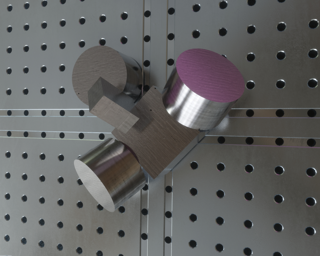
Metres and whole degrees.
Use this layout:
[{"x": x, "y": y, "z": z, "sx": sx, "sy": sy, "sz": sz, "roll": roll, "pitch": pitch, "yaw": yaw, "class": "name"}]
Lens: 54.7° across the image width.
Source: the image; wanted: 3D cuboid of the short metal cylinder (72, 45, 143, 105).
[{"x": -0.070, "y": -0.066, "z": 0.420, "sx": 0.080, "sy": 0.050, "sz": 0.079, "roll": 0, "pitch": 90, "yaw": 20, "class": "short metal cylinder"}]

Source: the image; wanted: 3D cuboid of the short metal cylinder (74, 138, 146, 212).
[{"x": -0.064, "y": 0.059, "z": 0.396, "sx": 0.080, "sy": 0.050, "sz": 0.080, "roll": 35, "pitch": 145, "yaw": 29, "class": "short metal cylinder"}]

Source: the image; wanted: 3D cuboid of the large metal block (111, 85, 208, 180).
[{"x": 0.001, "y": 0.005, "z": 0.393, "sx": 0.080, "sy": 0.050, "sz": 0.080, "roll": 46, "pitch": 104, "yaw": 14, "class": "large metal block"}]

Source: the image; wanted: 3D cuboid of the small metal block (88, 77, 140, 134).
[{"x": -0.055, "y": -0.027, "z": 0.362, "sx": 0.025, "sy": 0.050, "sz": 0.050, "roll": -47, "pitch": 32, "yaw": 16, "class": "small metal block"}]

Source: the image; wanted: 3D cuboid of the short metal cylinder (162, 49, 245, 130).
[{"x": 0.048, "y": -0.045, "z": 0.355, "sx": 0.080, "sy": 0.081, "sz": 0.050, "roll": 45, "pitch": 142, "yaw": 14, "class": "short metal cylinder"}]
